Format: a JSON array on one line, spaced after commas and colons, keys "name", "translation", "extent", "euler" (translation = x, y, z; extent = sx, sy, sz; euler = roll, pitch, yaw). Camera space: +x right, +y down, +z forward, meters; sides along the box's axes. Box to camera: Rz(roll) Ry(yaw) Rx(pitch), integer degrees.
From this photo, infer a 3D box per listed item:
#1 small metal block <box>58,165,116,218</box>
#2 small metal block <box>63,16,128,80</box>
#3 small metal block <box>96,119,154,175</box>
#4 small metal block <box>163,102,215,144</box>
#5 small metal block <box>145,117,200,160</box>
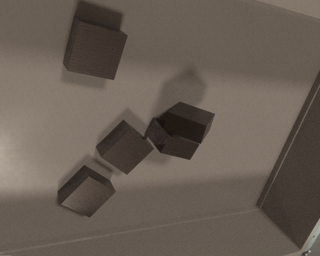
[{"name": "small metal block", "translation": [-0.096, 0.084, 0.409], "extent": [0.050, 0.025, 0.050], "euler": [-45, 130, 3]}, {"name": "small metal block", "translation": [-0.068, -0.082, 0.322], "extent": [0.050, 0.025, 0.050], "euler": [7, 115, -32]}, {"name": "small metal block", "translation": [-0.045, 0.026, 0.401], "extent": [0.050, 0.025, 0.050], "euler": [-45, 130, 2]}, {"name": "small metal block", "translation": [0.038, -0.008, 0.397], "extent": [0.050, 0.050, 0.025], "euler": [-43, 150, -61]}, {"name": "small metal block", "translation": [0.016, 0.014, 0.411], "extent": [0.050, 0.050, 0.025], "euler": [17, 110, -35]}]
